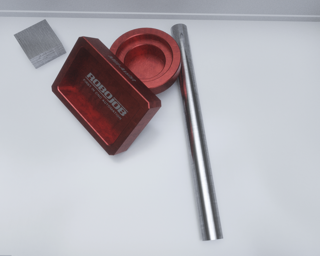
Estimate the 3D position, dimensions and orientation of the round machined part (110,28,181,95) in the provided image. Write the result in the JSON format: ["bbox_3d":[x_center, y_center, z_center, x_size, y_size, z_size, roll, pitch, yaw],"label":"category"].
[{"bbox_3d":[-0.020,-0.087,0.430,0.099,0.042,0.098,-1,68,3],"label":"round machined part"}]

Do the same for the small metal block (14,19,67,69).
[{"bbox_3d":[-0.175,-0.123,0.452,0.050,0.025,0.050,-33,74,-12],"label":"small metal block"}]

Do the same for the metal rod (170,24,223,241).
[{"bbox_3d":[0.045,-0.009,0.413,0.025,0.025,0.299,-6,70,-3],"label":"metal rod"}]

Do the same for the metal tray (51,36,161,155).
[{"bbox_3d":[-0.072,-0.041,0.394,0.130,0.030,0.090,46,116,14],"label":"metal tray"}]
